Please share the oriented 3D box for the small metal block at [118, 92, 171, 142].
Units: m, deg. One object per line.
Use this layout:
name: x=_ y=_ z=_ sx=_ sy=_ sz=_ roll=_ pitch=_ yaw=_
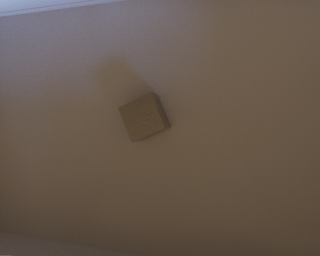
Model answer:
small metal block: x=-0.021 y=-0.014 z=0.413 sx=0.050 sy=0.025 sz=0.050 roll=-24 pitch=82 yaw=18
